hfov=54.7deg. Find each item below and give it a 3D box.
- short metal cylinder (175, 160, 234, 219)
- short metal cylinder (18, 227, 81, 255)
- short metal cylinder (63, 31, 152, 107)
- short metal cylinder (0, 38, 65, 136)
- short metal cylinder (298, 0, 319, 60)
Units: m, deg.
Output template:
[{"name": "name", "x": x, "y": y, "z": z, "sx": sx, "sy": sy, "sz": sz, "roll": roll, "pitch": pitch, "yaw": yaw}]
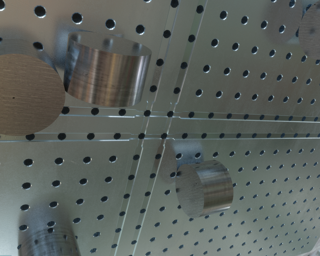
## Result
[{"name": "short metal cylinder", "x": 0.065, "y": 0.091, "z": 0.467, "sx": 0.050, "sy": 0.080, "sz": 0.079, "roll": -5, "pitch": 121, "yaw": -26}, {"name": "short metal cylinder", "x": -0.151, "y": 0.186, "z": 0.428, "sx": 0.081, "sy": 0.050, "sz": 0.079, "roll": -14, "pitch": 124, "yaw": -21}, {"name": "short metal cylinder", "x": -0.053, "y": -0.060, "z": 0.309, "sx": 0.081, "sy": 0.080, "sz": 0.050, "roll": 0, "pitch": 118, "yaw": -29}, {"name": "short metal cylinder", "x": -0.137, "y": -0.039, "z": 0.296, "sx": 0.081, "sy": 0.050, "sz": 0.079, "roll": -14, "pitch": 124, "yaw": -21}, {"name": "short metal cylinder", "x": 0.241, "y": -0.134, "z": 0.424, "sx": 0.050, "sy": 0.080, "sz": 0.079, "roll": -6, "pitch": 121, "yaw": -26}]
